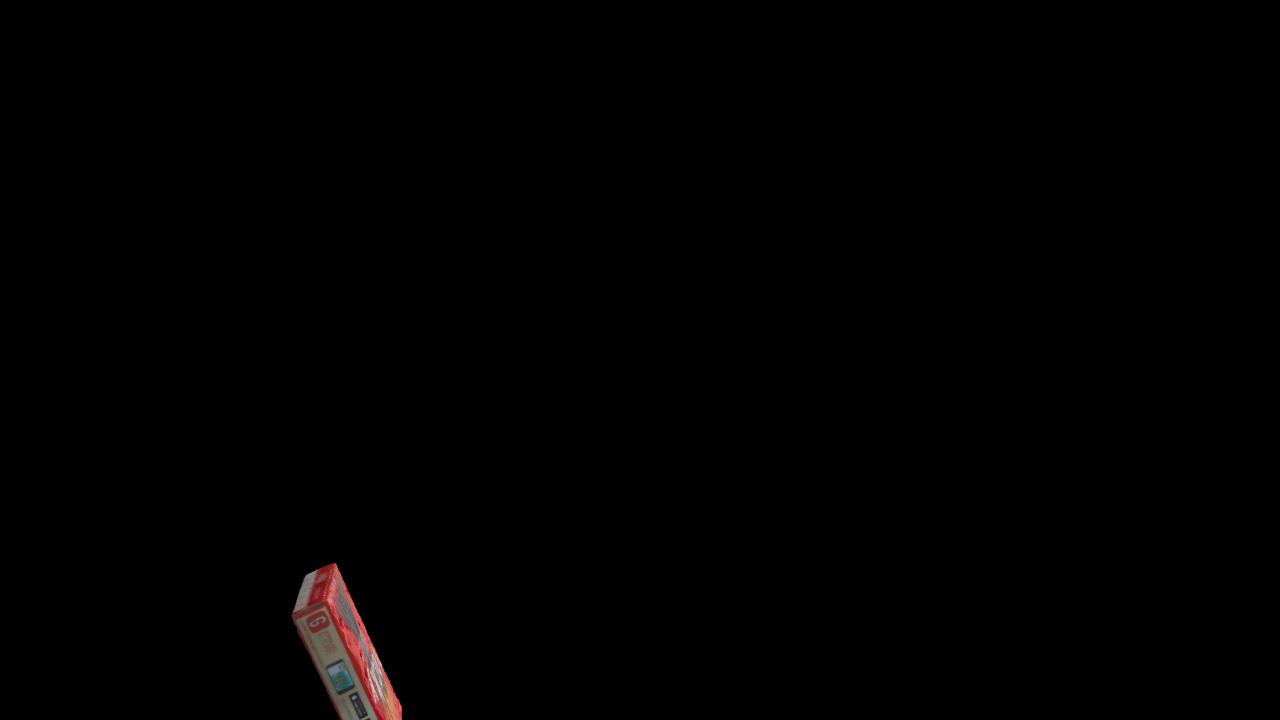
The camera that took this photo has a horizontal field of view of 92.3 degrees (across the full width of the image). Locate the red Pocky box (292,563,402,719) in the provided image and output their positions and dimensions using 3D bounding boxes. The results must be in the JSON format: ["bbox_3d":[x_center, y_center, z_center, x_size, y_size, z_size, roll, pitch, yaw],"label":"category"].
[{"bbox_3d":[-0.234,0.250,0.501,0.028,0.155,0.083,-22,11,-20],"label":"red Pocky box"}]
